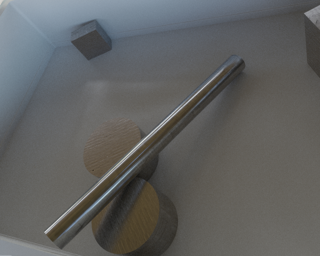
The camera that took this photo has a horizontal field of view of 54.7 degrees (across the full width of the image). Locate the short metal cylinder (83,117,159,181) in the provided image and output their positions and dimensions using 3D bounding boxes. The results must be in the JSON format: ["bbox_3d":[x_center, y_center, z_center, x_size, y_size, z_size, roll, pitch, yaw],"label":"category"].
[{"bbox_3d":[-0.049,0.033,0.393,0.080,0.050,0.080,-13,56,20],"label":"short metal cylinder"}]

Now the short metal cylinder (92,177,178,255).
[{"bbox_3d":[-0.027,0.100,0.341,0.080,0.050,0.080,-13,56,20],"label":"short metal cylinder"}]

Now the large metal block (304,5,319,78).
[{"bbox_3d":[0.194,-0.078,0.316,0.050,0.080,0.080,-26,53,12],"label":"large metal block"}]

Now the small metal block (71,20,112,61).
[{"bbox_3d":[-0.120,-0.153,0.544,0.050,0.050,0.025,-20,54,16],"label":"small metal block"}]

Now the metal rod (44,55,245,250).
[{"bbox_3d":[-0.001,0.011,0.351,0.025,0.025,0.301,29,63,37],"label":"metal rod"}]
